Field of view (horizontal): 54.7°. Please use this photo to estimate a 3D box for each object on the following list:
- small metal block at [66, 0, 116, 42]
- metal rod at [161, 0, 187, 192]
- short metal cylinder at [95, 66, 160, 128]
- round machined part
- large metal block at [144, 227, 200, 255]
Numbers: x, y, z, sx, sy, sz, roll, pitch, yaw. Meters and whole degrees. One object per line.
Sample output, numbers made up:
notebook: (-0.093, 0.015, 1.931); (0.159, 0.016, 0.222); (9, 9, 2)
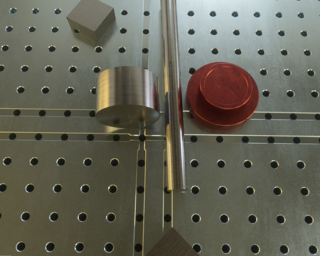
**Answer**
small metal block: (-0.104, -0.168, 0.472); (0.050, 0.025, 0.050); (29, 72, 10)
metal rod: (0.017, -0.063, 0.434); (0.025, 0.025, 0.299); (-1, 70, -1)
short metal cylinder: (-0.041, -0.037, 0.395); (0.081, 0.080, 0.050); (-2, 70, -1)
round machined part: (0.086, -0.049, 0.422); (0.099, 0.042, 0.098); (0, 70, 0)
large metal block: (0.013, 0.168, 0.337); (0.080, 0.050, 0.080); (-42, 76, -14)
